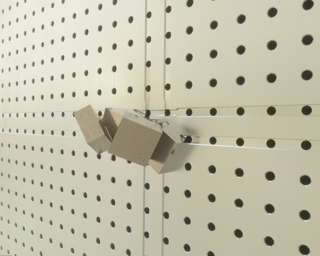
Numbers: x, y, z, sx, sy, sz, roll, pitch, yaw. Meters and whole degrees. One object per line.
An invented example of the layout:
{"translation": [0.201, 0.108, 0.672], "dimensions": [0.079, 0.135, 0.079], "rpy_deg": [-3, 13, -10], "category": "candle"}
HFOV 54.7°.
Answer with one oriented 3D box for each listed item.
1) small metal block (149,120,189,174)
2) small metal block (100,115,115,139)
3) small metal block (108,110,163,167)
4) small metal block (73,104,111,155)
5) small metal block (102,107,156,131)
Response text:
{"translation": [0.001, 0.024, 0.407], "dimensions": [0.050, 0.025, 0.050], "rpy_deg": [43, 116, 31], "category": "small metal block"}
{"translation": [-0.074, 0.005, 0.468], "dimensions": [0.050, 0.025, 0.050], "rpy_deg": [-24, 75, 37], "category": "small metal block"}
{"translation": [-0.030, 0.013, 0.381], "dimensions": [0.050, 0.025, 0.050], "rpy_deg": [22, 109, -9], "category": "small metal block"}
{"translation": [-0.091, 0.003, 0.429], "dimensions": [0.025, 0.050, 0.050], "rpy_deg": [-28, 68, -4], "category": "small metal block"}
{"translation": [-0.042, -0.008, 0.426], "dimensions": [0.050, 0.050, 0.025], "rpy_deg": [24, 105, 37], "category": "small metal block"}
